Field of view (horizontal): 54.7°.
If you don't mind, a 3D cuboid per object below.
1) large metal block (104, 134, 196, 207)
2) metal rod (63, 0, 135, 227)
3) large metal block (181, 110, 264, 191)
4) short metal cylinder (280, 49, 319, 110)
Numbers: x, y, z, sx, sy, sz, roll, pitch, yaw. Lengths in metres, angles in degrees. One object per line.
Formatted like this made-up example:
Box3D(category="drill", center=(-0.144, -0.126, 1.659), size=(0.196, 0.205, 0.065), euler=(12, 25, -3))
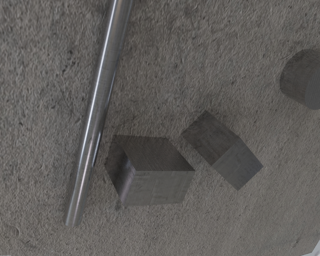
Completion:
Box3D(category="large metal block", center=(-0.016, 0.052, 0.395), size=(0.081, 0.080, 0.050), euler=(5, 116, -31))
Box3D(category="metal rod", center=(-0.077, -0.006, 0.361), size=(0.025, 0.025, 0.298), euler=(4, 117, -30))
Box3D(category="large metal block", center=(0.087, 0.031, 0.439), size=(0.050, 0.080, 0.080), euler=(-45, 129, 3))
Box3D(category="short metal cylinder", center=(0.232, -0.074, 0.472), size=(0.081, 0.050, 0.079), euler=(-14, 124, -21))
